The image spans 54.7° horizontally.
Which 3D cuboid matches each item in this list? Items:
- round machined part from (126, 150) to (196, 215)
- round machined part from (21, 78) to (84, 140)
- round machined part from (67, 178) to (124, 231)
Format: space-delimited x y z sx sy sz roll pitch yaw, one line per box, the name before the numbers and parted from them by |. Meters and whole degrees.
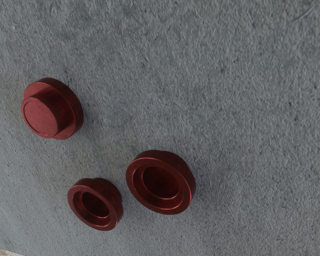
round machined part | 0.005 0.071 0.438 0.098 0.042 0.097 13 124 21
round machined part | -0.170 -0.023 0.471 0.098 0.042 0.097 13 124 21
round machined part | -0.104 0.124 0.528 0.098 0.042 0.097 13 124 21
